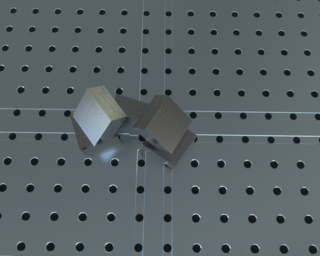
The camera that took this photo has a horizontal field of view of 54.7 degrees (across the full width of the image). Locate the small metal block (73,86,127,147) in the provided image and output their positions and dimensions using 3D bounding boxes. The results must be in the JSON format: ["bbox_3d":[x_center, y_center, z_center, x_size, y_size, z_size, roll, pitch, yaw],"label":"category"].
[{"bbox_3d":[-0.073,-0.014,0.373,0.025,0.050,0.050,-20,66,-48],"label":"small metal block"}]

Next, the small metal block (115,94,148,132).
[{"bbox_3d":[-0.034,-0.016,0.404,0.050,0.050,0.025,18,71,6],"label":"small metal block"}]

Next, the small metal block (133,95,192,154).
[{"bbox_3d":[0.004,-0.004,0.372,0.050,0.025,0.050,44,69,-32],"label":"small metal block"}]

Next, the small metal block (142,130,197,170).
[{"bbox_3d":[0.012,0.019,0.405,0.050,0.025,0.050,34,73,11],"label":"small metal block"}]

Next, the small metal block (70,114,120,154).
[{"bbox_3d":[-0.086,0.001,0.411,0.050,0.025,0.050,-18,71,-7],"label":"small metal block"}]
